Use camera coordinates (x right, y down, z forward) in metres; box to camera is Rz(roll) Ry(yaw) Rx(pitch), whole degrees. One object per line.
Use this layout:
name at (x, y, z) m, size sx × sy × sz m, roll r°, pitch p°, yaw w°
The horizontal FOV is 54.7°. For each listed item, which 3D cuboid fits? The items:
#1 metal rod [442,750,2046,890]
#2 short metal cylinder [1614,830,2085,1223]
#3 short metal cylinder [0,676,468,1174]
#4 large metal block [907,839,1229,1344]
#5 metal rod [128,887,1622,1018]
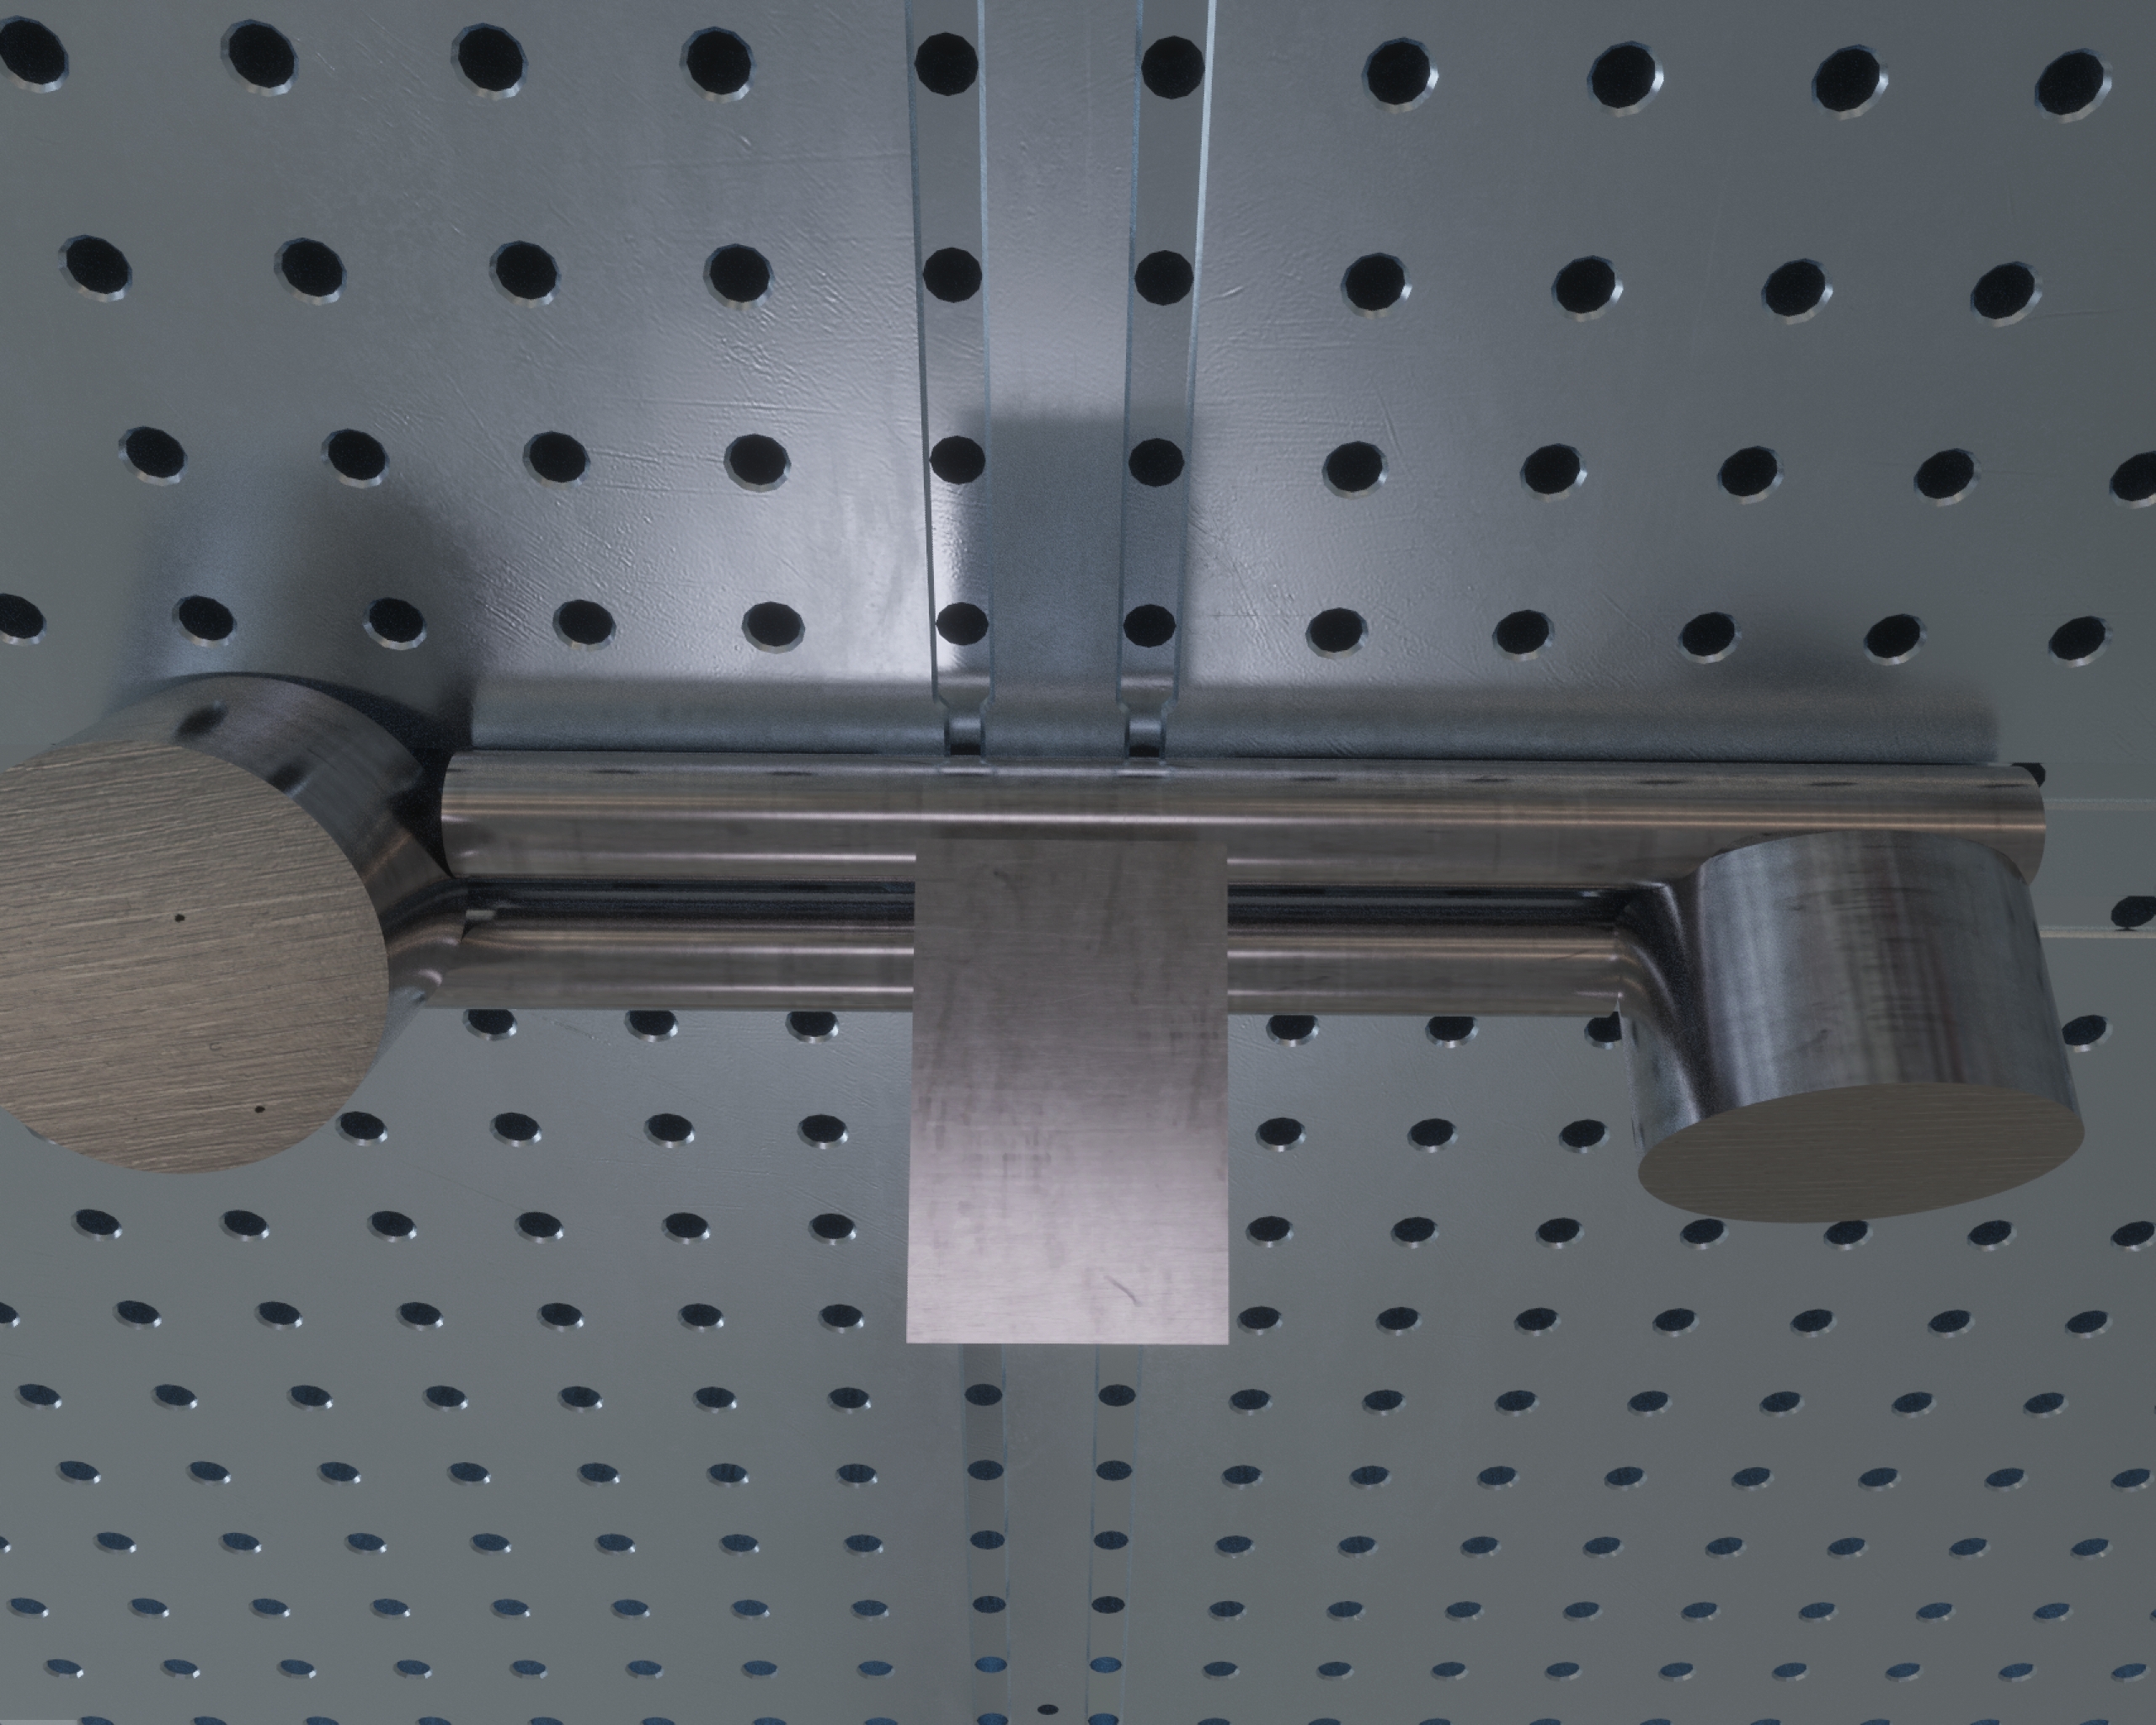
metal rod at (0.032, -0.008, 0.404) m, size 0.302 × 0.025 × 0.025 m, roll 1°, pitch 130°, yaw -1°
short metal cylinder at (0.148, 0.034, 0.408) m, size 0.081 × 0.050 × 0.080 m, roll 0°, pitch 152°, yaw 0°
short metal cylinder at (-0.160, 0.010, 0.383) m, size 0.081 × 0.050 × 0.079 m, roll 0°, pitch 107°, yaw -1°
large metal block at (-0.002, 0.041, 0.371) m, size 0.050 × 0.080 × 0.080 m, roll 1°, pitch 172°, yaw -1°
metal rod at (-0.043, 0.018, 0.426) m, size 0.302 × 0.025 × 0.025 m, roll 0°, pitch 130°, yaw -1°
